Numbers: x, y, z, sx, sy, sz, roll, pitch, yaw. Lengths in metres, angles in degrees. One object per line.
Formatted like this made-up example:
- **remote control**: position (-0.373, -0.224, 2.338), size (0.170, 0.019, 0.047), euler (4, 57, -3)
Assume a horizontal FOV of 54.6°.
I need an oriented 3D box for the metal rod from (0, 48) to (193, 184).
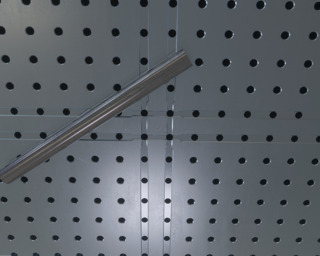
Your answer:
- **metal rod**: position (-0.091, -0.010, 0.409), size (0.300, 0.025, 0.025), euler (-32, 107, 11)
